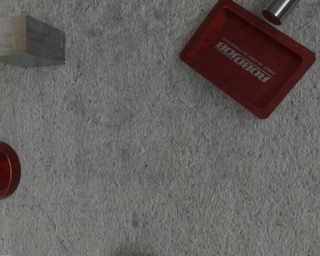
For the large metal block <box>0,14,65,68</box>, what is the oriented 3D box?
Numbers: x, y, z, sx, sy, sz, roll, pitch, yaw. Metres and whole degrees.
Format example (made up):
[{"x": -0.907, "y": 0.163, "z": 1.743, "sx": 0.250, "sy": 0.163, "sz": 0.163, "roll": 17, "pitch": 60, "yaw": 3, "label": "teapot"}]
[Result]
[{"x": -0.196, "y": -0.121, "z": 0.449, "sx": 0.080, "sy": 0.080, "sz": 0.050, "roll": 0, "pitch": 90, "yaw": 20, "label": "large metal block"}]

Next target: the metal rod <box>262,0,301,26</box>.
[{"x": 0.214, "y": -0.235, "z": 0.319, "sx": 0.025, "sy": 0.025, "sz": 0.299, "roll": 41, "pitch": 97, "yaw": 15, "label": "metal rod"}]

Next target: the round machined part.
[{"x": -0.278, "y": 0.071, "z": 0.498, "sx": 0.098, "sy": 0.042, "sz": 0.097, "roll": 0, "pitch": 90, "yaw": 20, "label": "round machined part"}]

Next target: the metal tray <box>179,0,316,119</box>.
[{"x": 0.100, "y": -0.082, "z": 0.370, "sx": 0.130, "sy": 0.030, "sz": 0.090, "roll": 40, "pitch": 102, "yaw": 15, "label": "metal tray"}]
